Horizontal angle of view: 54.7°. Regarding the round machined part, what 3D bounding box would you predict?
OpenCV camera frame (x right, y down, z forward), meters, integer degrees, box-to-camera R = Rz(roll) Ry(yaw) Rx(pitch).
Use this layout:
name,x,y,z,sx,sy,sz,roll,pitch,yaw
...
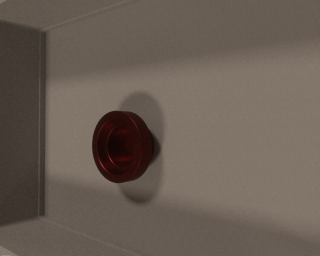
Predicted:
name,x,y,z,sx,sy,sz,roll,pitch,yaw
round machined part,-0.047,0.025,0.433,0.098,0.042,0.097,0,90,39
